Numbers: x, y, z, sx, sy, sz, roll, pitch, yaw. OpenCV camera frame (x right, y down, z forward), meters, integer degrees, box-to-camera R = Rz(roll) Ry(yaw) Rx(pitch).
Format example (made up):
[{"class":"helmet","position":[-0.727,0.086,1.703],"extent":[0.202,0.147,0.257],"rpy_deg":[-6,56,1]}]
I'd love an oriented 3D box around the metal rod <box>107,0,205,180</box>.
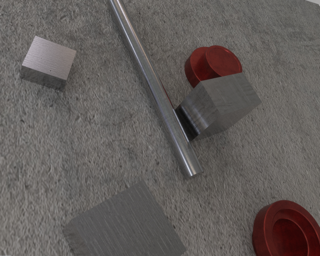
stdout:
[{"class":"metal rod","position":[-0.013,-0.069,0.438],"extent":[0.025,0.025,0.299],"rpy_deg":[-12,68,-33]}]

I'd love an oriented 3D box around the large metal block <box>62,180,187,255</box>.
[{"class":"large metal block","position":[-0.036,0.110,0.302],"extent":[0.081,0.050,0.080],"rpy_deg":[-24,75,-36]}]

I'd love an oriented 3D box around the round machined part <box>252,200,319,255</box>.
[{"class":"round machined part","position":[0.156,0.144,0.389],"extent":[0.099,0.042,0.098],"rpy_deg":[14,56,-21]}]

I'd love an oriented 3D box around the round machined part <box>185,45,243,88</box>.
[{"class":"round machined part","position":[0.093,-0.094,0.500],"extent":[0.099,0.042,0.098],"rpy_deg":[14,56,-21]}]

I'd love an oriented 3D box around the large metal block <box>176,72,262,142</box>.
[{"class":"large metal block","position":[0.076,-0.027,0.426],"extent":[0.081,0.080,0.050],"rpy_deg":[-17,71,-35]}]

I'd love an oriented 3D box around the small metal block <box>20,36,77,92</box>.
[{"class":"small metal block","position":[-0.135,-0.078,0.378],"extent":[0.050,0.025,0.050],"rpy_deg":[18,55,-18]}]
